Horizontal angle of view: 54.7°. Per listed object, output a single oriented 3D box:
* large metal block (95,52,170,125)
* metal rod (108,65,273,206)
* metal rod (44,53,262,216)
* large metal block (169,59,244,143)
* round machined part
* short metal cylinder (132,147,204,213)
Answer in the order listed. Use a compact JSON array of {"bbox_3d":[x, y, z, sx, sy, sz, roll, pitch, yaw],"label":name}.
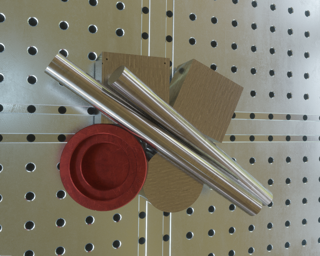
[{"bbox_3d":[-0.035,-0.044,0.379,0.081,0.050,0.079,1,90,-20],"label":"large metal block"},{"bbox_3d":[0.057,0.026,0.390,0.301,0.025,0.025,38,78,-31],"label":"metal rod"},{"bbox_3d":[0.007,0.019,0.357,0.301,0.025,0.025,36,78,-18],"label":"metal rod"},{"bbox_3d":[0.052,-0.034,0.414,0.080,0.050,0.080,26,82,-18],"label":"large metal block"},{"bbox_3d":[-0.062,0.045,0.365,0.099,0.042,0.097,0,87,3],"label":"round machined part"},{"bbox_3d":[0.009,0.062,0.398,0.081,0.050,0.079,0,90,-20],"label":"short metal cylinder"}]
